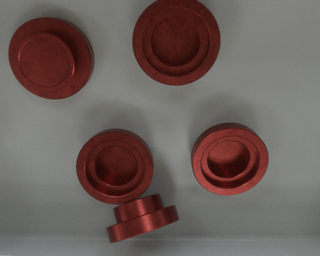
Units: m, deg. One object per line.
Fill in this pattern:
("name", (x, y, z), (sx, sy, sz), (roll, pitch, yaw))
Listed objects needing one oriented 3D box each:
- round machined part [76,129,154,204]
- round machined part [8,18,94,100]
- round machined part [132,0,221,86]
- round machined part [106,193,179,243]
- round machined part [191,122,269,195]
("round machined part", (-0.057, 0.048, 0.414), (0.099, 0.042, 0.097), (0, 102, 1))
("round machined part", (-0.132, -0.081, 0.371), (0.099, 0.042, 0.097), (0, 110, -1))
("round machined part", (0.018, -0.102, 0.365), (0.099, 0.042, 0.097), (0, 110, -1))
("round machined part", (-0.026, 0.121, 0.426), (0.098, 0.098, 0.042), (-20, 76, 7))
("round machined part", (0.090, 0.038, 0.418), (0.099, 0.042, 0.097), (0, 110, -1))
